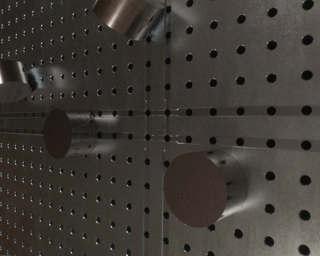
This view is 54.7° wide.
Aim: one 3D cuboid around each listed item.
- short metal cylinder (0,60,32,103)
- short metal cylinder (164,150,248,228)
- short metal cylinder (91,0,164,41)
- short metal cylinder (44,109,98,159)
[{"bbox_3d":[-0.306,-0.093,0.622,0.080,0.081,0.050,-33,70,35],"label":"short metal cylinder"},{"bbox_3d":[0.051,0.066,0.349,0.080,0.050,0.079,0,90,39],"label":"short metal cylinder"},{"bbox_3d":[-0.042,-0.160,0.406,0.050,0.081,0.080,-51,61,28],"label":"short metal cylinder"},{"bbox_3d":[-0.148,0.009,0.512,0.080,0.050,0.079,0,90,39],"label":"short metal cylinder"}]
